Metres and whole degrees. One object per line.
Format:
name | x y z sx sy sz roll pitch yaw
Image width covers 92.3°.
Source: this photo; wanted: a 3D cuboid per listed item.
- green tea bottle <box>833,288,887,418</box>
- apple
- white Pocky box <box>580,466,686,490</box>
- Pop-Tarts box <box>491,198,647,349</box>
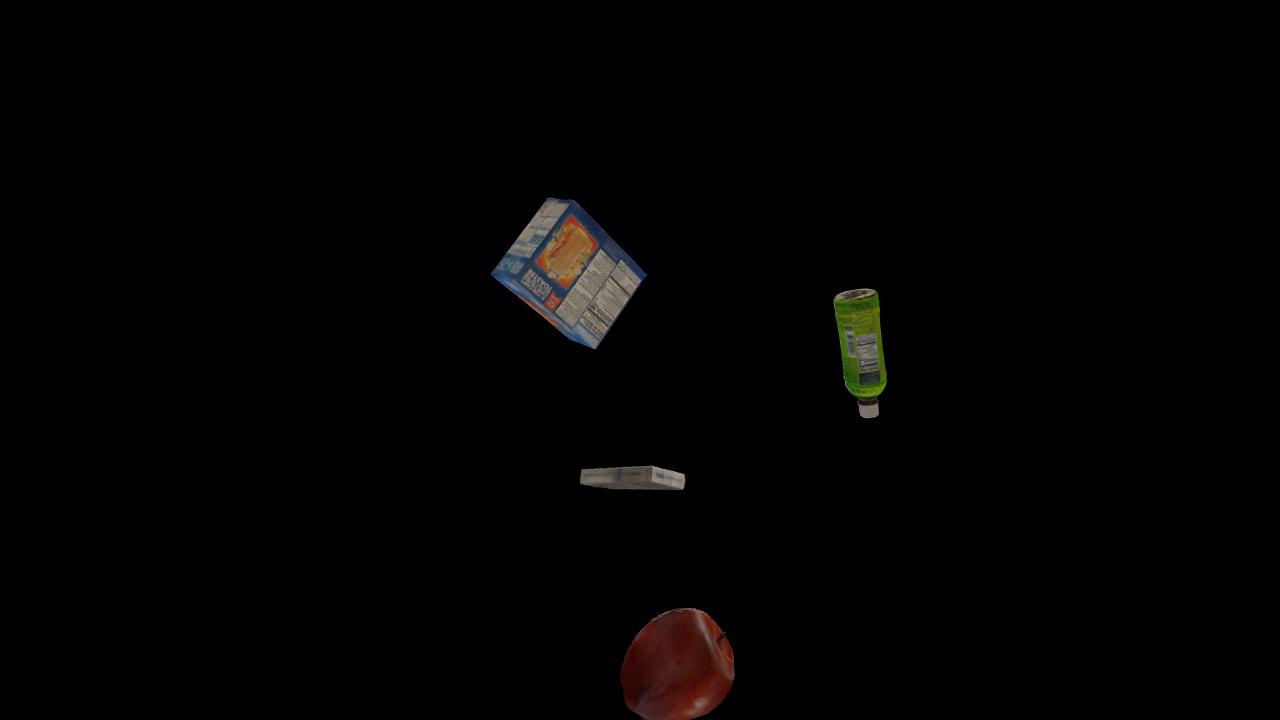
green tea bottle | 0.363 -0.007 1.004 0.073 0.212 0.073 -10 15 3
apple | 0.030 0.239 0.483 0.093 0.079 0.079 -37 -5 7
white Pocky box | -0.014 0.189 0.977 0.154 0.028 0.084 -11 -23 41
Pop-Tarts box | -0.099 -0.123 0.886 0.167 0.141 0.083 41 -13 -36
